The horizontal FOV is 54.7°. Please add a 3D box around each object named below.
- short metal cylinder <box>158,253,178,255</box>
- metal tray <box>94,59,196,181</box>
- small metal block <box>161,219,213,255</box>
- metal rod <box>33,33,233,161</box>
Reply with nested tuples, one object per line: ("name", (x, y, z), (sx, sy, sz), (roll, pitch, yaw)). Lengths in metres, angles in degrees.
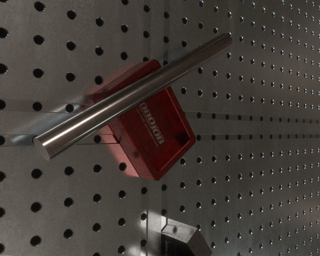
("short metal cylinder", (0.020, 0.215, 0.413), (0.081, 0.050, 0.079), (0, 91, -40))
("metal tray", (-0.013, -0.010, 0.396), (0.090, 0.030, 0.130), (-42, 116, -32))
("small metal block", (0.037, 0.158, 0.426), (0.025, 0.050, 0.050), (-44, 117, -31))
("metal rod", (-0.006, -0.053, 0.365), (0.302, 0.025, 0.025), (-36, 112, -34))
